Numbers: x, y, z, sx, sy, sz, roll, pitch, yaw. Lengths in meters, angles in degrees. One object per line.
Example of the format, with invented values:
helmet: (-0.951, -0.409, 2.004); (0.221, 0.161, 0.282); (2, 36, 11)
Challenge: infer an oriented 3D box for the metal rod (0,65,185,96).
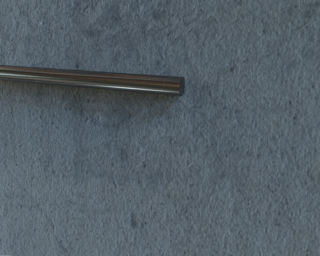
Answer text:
metal rod: (-0.113, -0.071, 0.447); (0.301, 0.025, 0.025); (7, 93, 19)
